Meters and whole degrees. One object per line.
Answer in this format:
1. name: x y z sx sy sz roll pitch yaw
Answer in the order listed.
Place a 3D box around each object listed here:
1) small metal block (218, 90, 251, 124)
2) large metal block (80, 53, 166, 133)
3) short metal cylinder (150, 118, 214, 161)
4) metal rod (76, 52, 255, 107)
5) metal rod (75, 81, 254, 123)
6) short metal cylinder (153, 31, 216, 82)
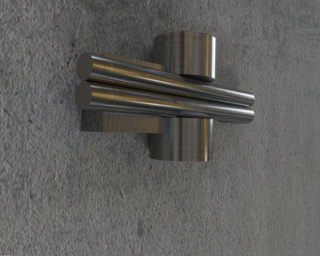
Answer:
1. small metal block: 0.123 -0.033 0.509 0.050 0.025 0.050 4 88 -40
2. large metal block: -0.042 -0.035 0.355 0.081 0.050 0.080 2 89 -40
3. short metal cylinder: 0.028 0.014 0.393 0.081 0.080 0.050 2 89 -40
4. metal rod: 0.036 -0.049 0.378 0.302 0.025 0.025 2 89 -48
5. metal rod: 0.036 -0.024 0.378 0.302 0.025 0.025 2 89 -48
6. short metal cylinder: 0.031 -0.086 0.396 0.081 0.080 0.050 2 89 -40
